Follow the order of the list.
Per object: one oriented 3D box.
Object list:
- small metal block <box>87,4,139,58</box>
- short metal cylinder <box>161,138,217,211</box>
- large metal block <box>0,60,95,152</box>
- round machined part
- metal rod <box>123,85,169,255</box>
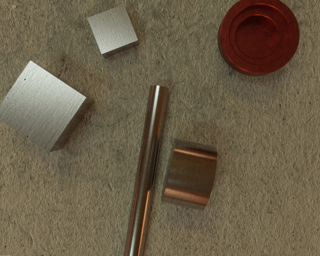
[{"bbox_3d":[-0.061,-0.127,0.409,0.050,0.025,0.050,-22,90,-1],"label":"small metal block"},{"bbox_3d":[0.035,0.057,0.383,0.050,0.080,0.080,13,90,0],"label":"short metal cylinder"},{"bbox_3d":[-0.144,-0.026,0.396,0.080,0.050,0.080,34,90,-1],"label":"large metal block"},{"bbox_3d":[0.124,-0.116,0.403,0.099,0.042,0.097,0,90,-1],"label":"round machined part"},{"bbox_3d":[-0.024,0.093,0.409,0.025,0.025,0.298,9,90,-1],"label":"metal rod"}]
